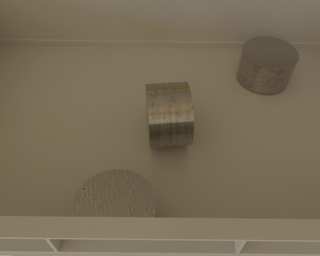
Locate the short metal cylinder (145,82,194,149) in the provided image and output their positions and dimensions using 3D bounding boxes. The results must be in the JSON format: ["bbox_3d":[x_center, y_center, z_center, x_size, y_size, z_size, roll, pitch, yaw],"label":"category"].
[{"bbox_3d":[0.010,-0.016,0.383,0.050,0.080,0.080,-4,50,-4],"label":"short metal cylinder"}]

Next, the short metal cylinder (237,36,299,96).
[{"bbox_3d":[0.161,-0.095,0.471,0.081,0.050,0.080,0,50,0],"label":"short metal cylinder"}]

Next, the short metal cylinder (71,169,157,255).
[{"bbox_3d":[-0.043,0.089,0.314,0.081,0.050,0.080,0,50,0],"label":"short metal cylinder"}]
